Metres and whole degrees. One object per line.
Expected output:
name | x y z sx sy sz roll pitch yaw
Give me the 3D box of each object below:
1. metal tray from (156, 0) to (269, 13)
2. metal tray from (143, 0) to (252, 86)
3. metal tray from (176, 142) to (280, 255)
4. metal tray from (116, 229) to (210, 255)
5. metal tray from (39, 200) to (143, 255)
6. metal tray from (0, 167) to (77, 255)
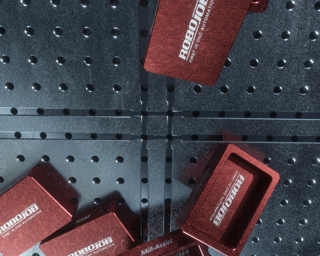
metal tray | 0.060 -0.182 0.343 0.131 0.030 0.089 6 110 -3
metal tray | 0.039 -0.115 0.343 0.091 0.030 0.129 12 130 -8
metal tray | 0.092 0.096 0.419 0.090 0.030 0.130 32 83 -11
metal tray | 0.009 0.202 0.462 0.131 0.030 0.090 -22 124 -2
metal tray | -0.103 0.177 0.475 0.130 0.030 0.090 -27 108 9
metal tray | -0.201 0.127 0.456 0.130 0.030 0.090 -35 107 12
